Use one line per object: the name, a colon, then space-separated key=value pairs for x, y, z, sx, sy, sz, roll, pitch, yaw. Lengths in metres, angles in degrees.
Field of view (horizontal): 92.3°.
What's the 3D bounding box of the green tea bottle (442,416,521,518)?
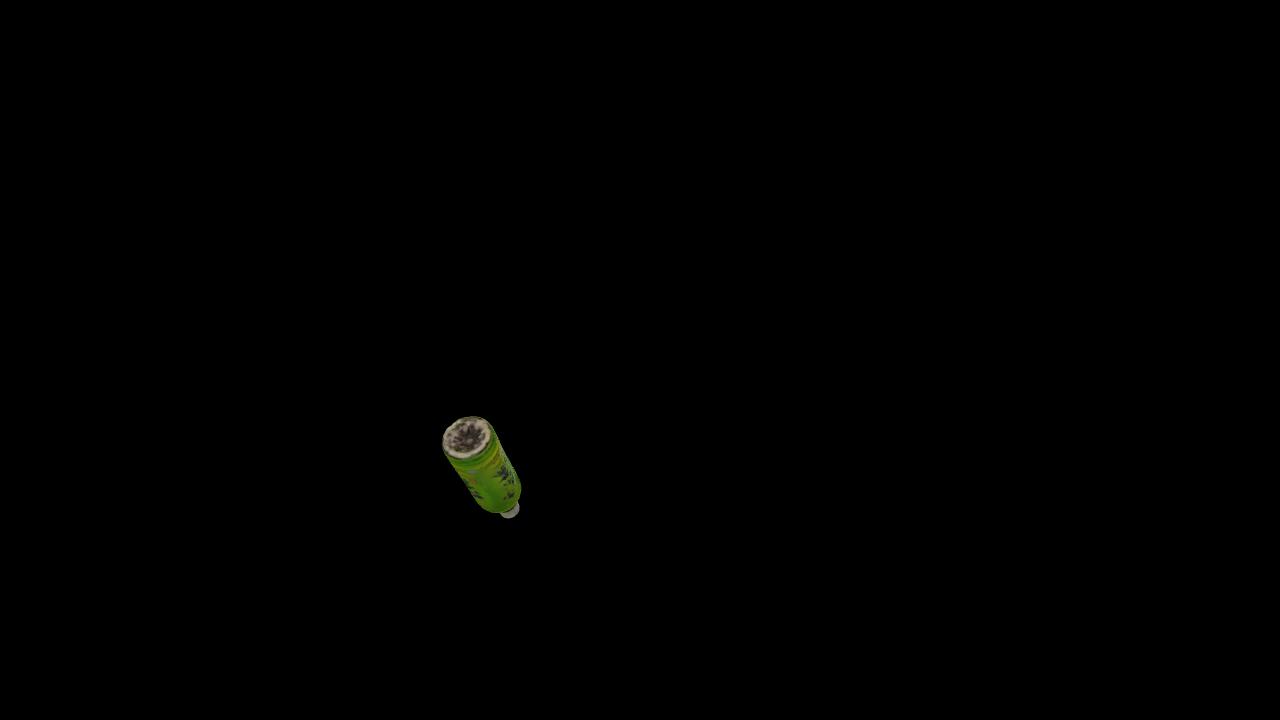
green tea bottle: x=-0.211 y=0.163 z=0.870 sx=0.073 sy=0.073 sz=0.212 roll=0 pitch=-38 yaw=9
